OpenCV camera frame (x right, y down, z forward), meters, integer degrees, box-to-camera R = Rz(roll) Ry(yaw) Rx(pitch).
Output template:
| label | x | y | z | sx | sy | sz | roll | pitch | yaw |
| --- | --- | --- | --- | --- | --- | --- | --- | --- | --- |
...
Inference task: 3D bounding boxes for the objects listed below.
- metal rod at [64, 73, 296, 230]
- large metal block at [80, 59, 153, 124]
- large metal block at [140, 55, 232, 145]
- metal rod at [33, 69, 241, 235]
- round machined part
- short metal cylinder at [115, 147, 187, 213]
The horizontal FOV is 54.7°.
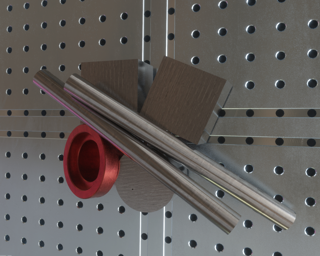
| label | x | y | z | sx | sy | sz | roll | pitch | yaw |
| --- | --- | --- | --- | --- | --- | --- | --- | --- | --- |
| metal rod | 0.021 | 0.026 | 0.361 | 0.301 | 0.025 | 0.025 | 32 | 101 | 2 |
| large metal block | -0.056 | -0.045 | 0.412 | 0.080 | 0.050 | 0.079 | 1 | 90 | 20 |
| large metal block | 0.032 | -0.033 | 0.383 | 0.080 | 0.050 | 0.080 | 26 | 98 | 18 |
| metal rod | -0.038 | 0.018 | 0.367 | 0.300 | 0.025 | 0.025 | 36 | 102 | 15 |
| round machined part | -0.086 | 0.044 | 0.418 | 0.098 | 0.042 | 0.097 | -4 | 84 | 43 |
| short metal cylinder | -0.010 | 0.062 | 0.398 | 0.080 | 0.050 | 0.079 | 0 | 90 | 20 |
